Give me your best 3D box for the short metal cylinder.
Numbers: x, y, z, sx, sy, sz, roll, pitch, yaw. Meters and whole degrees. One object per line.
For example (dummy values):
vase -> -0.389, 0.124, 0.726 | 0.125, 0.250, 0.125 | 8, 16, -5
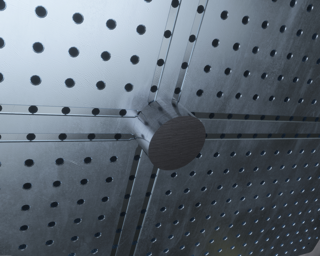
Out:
short metal cylinder -> 0.012, 0.008, 0.406 | 0.081, 0.050, 0.080 | -14, 124, -21
